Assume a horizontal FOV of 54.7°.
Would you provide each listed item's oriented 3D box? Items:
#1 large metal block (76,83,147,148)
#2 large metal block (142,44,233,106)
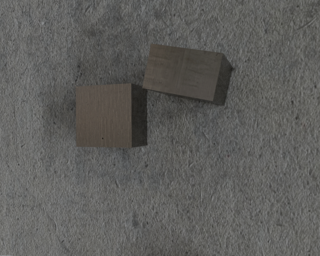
[{"bbox_3d":[-0.064,-0.015,0.418,0.080,0.050,0.080,0,90,20],"label":"large metal block"},{"bbox_3d":[0.036,-0.060,0.367,0.080,0.080,0.050,13,95,19],"label":"large metal block"}]
